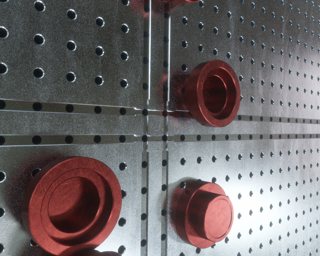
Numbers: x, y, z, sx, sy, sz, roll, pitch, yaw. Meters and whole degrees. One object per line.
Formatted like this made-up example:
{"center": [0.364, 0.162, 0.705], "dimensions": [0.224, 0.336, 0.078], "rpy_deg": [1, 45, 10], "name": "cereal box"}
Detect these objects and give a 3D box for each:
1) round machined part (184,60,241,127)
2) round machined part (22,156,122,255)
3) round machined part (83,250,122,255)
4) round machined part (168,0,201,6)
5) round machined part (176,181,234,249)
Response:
{"center": [0.074, -0.050, 0.463], "dimensions": [0.099, 0.042, 0.097], "rpy_deg": [0, 90, -40], "name": "round machined part"}
{"center": [-0.092, 0.078, 0.322], "dimensions": [0.099, 0.042, 0.097], "rpy_deg": [1, 89, -40], "name": "round machined part"}
{"center": [-0.078, 0.167, 0.319], "dimensions": [0.099, 0.042, 0.097], "rpy_deg": [-23, 129, -32], "name": "round machined part"}
{"center": [0.022, -0.214, 0.418], "dimensions": [0.099, 0.042, 0.097], "rpy_deg": [0, 90, -40], "name": "round machined part"}
{"center": [0.073, 0.131, 0.462], "dimensions": [0.099, 0.042, 0.097], "rpy_deg": [0, 90, -40], "name": "round machined part"}
